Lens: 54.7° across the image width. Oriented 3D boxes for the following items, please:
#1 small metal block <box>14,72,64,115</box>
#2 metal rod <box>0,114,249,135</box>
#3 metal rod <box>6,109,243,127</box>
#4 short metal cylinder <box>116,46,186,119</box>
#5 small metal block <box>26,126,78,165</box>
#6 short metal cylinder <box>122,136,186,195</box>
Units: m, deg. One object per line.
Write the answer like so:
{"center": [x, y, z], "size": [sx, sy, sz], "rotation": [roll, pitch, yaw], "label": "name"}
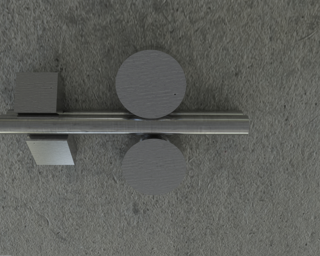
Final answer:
{"center": [-0.149, -0.041, 0.384], "size": [0.050, 0.025, 0.050], "rotation": [0, 83, 0], "label": "small metal block"}
{"center": [-0.044, -0.004, 0.383], "size": [0.302, 0.025, 0.025], "rotation": [0, 110, 0], "label": "metal rod"}
{"center": [-0.045, -0.012, 0.406], "size": [0.302, 0.025, 0.025], "rotation": [0, 110, -1], "label": "metal rod"}
{"center": [-0.010, -0.057, 0.376], "size": [0.081, 0.050, 0.079], "rotation": [0, 110, 0], "label": "short metal cylinder"}
{"center": [-0.140, 0.024, 0.408], "size": [0.050, 0.025, 0.050], "rotation": [0, 137, -1], "label": "small metal block"}
{"center": [-0.007, 0.042, 0.413], "size": [0.081, 0.050, 0.079], "rotation": [0, 110, 0], "label": "short metal cylinder"}
